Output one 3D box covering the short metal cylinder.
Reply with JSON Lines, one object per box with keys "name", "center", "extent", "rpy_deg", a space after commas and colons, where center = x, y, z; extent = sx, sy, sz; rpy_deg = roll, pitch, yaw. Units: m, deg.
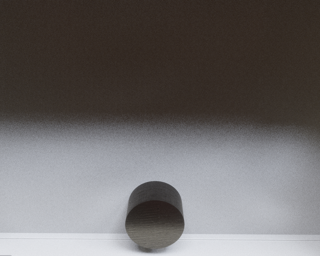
{"name": "short metal cylinder", "center": [-0.007, 0.124, 0.444], "extent": [0.081, 0.050, 0.079], "rpy_deg": [0, 110, -1]}
